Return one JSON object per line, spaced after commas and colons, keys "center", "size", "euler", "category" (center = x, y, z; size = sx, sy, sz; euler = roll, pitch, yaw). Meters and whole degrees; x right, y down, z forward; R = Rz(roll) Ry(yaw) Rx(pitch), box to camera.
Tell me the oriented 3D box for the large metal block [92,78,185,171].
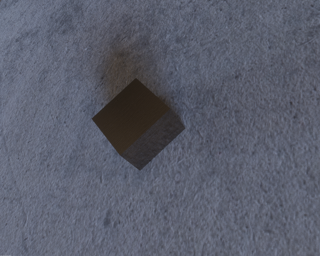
{"center": [-0.029, -0.006, 0.405], "size": [0.080, 0.050, 0.080], "euler": [-43, 51, -2], "category": "large metal block"}
